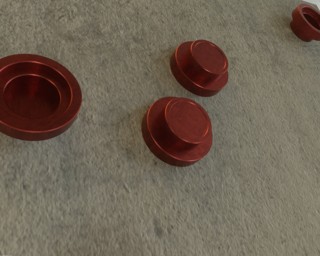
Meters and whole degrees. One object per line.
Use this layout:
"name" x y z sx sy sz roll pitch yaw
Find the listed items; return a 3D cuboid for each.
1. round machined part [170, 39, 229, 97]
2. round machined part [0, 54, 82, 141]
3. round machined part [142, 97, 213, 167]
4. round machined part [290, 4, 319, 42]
"round machined part" 0.069 -0.102 0.494 0.099 0.042 0.098 14 56 -21
"round machined part" -0.139 -0.029 0.336 0.099 0.042 0.098 14 56 -21
"round machined part" 0.029 -0.001 0.411 0.099 0.042 0.098 14 56 -21
"round machined part" 0.351 -0.244 0.735 0.099 0.042 0.098 14 56 -21
